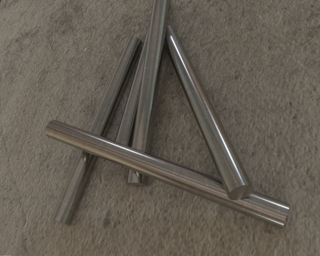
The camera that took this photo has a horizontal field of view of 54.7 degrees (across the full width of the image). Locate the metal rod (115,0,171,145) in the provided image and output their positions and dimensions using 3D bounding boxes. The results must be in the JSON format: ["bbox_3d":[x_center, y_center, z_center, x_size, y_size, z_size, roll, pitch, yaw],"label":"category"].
[{"bbox_3d":[-0.023,-0.091,0.469,0.025,0.025,0.300,-1,61,27],"label":"metal rod"}]

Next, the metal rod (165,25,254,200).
[{"bbox_3d":[0.043,-0.046,0.387,0.025,0.025,0.300,-27,46,11],"label":"metal rod"}]

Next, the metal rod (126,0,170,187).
[{"bbox_3d":[-0.013,-0.069,0.430,0.025,0.025,0.299,-4,66,26],"label":"metal rod"}]

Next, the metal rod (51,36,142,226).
[{"bbox_3d":[-0.084,-0.011,0.452,0.025,0.025,0.300,4,64,30],"label":"metal rod"}]

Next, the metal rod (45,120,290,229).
[{"bbox_3d":[-0.012,0.042,0.352,0.301,0.025,0.025,17,71,24],"label":"metal rod"}]
